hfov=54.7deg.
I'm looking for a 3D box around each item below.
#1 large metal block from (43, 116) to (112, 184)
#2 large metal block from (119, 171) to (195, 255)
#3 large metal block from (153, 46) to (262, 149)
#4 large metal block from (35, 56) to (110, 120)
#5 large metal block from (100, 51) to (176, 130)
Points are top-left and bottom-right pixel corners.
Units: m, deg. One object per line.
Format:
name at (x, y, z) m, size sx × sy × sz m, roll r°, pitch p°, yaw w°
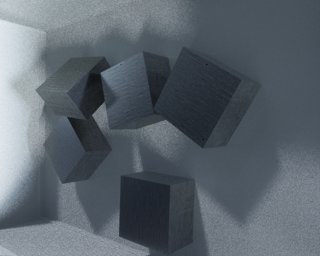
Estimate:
large metal block at (-0.134, 0.031, 0.498) m, size 0.080 × 0.050 × 0.080 m, roll -49°, pitch 61°, yaw 28°
large metal block at (-0.005, 0.102, 0.393) m, size 0.080 × 0.050 × 0.079 m, roll 3°, pitch 92°, yaw 39°
large metal block at (0.051, -0.034, 0.347) m, size 0.080 × 0.050 × 0.079 m, roll 40°, pitch 114°, yaw 32°
large metal block at (-0.121, -0.061, 0.460) m, size 0.080 × 0.050 × 0.080 m, roll 9°, pitch 51°, yaw 39°
large metal block at (-0.028, -0.046, 0.412) m, size 0.080 × 0.050 × 0.080 m, roll -17°, pitch 80°, yaw 38°
